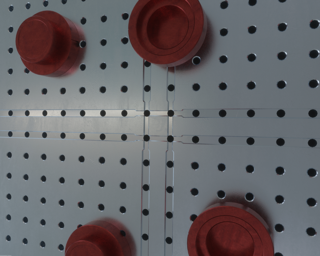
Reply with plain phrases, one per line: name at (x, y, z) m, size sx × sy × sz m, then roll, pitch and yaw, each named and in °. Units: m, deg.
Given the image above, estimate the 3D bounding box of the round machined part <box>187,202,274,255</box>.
round machined part at (0.085, 0.138, 0.374) m, size 0.098 × 0.042 × 0.097 m, roll 0°, pitch 90°, yaw 20°

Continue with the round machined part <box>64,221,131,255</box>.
round machined part at (-0.094, 0.186, 0.438) m, size 0.098 × 0.042 × 0.097 m, roll 0°, pitch 90°, yaw 20°

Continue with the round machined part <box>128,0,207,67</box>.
round machined part at (0.012, -0.127, 0.400) m, size 0.098 × 0.042 × 0.097 m, roll 0°, pitch 90°, yaw 20°

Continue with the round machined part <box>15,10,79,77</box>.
round machined part at (-0.175, -0.128, 0.466) m, size 0.098 × 0.042 × 0.097 m, roll 0°, pitch 90°, yaw 20°
